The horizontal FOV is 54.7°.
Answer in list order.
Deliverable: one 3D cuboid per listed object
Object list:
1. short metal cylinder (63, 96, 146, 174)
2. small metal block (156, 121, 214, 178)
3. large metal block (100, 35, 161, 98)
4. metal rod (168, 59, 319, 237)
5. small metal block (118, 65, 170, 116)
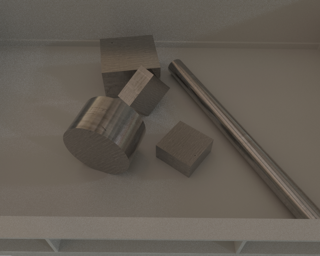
[{"bbox_3d":[-0.063,0.009,0.361,0.080,0.080,0.050,15,52,12],"label":"short metal cylinder"},{"bbox_3d":[0.030,0.025,0.384,0.050,0.025,0.050,31,56,23],"label":"small metal block"},{"bbox_3d":[-0.045,-0.093,0.467,0.081,0.050,0.080,-7,50,-6],"label":"large metal block"},{"bbox_3d":[0.096,0.004,0.403,0.025,0.025,0.300,-22,54,-18],"label":"metal rod"},{"bbox_3d":[-0.020,-0.049,0.417,0.025,0.050,0.050,42,97,28],"label":"small metal block"}]
